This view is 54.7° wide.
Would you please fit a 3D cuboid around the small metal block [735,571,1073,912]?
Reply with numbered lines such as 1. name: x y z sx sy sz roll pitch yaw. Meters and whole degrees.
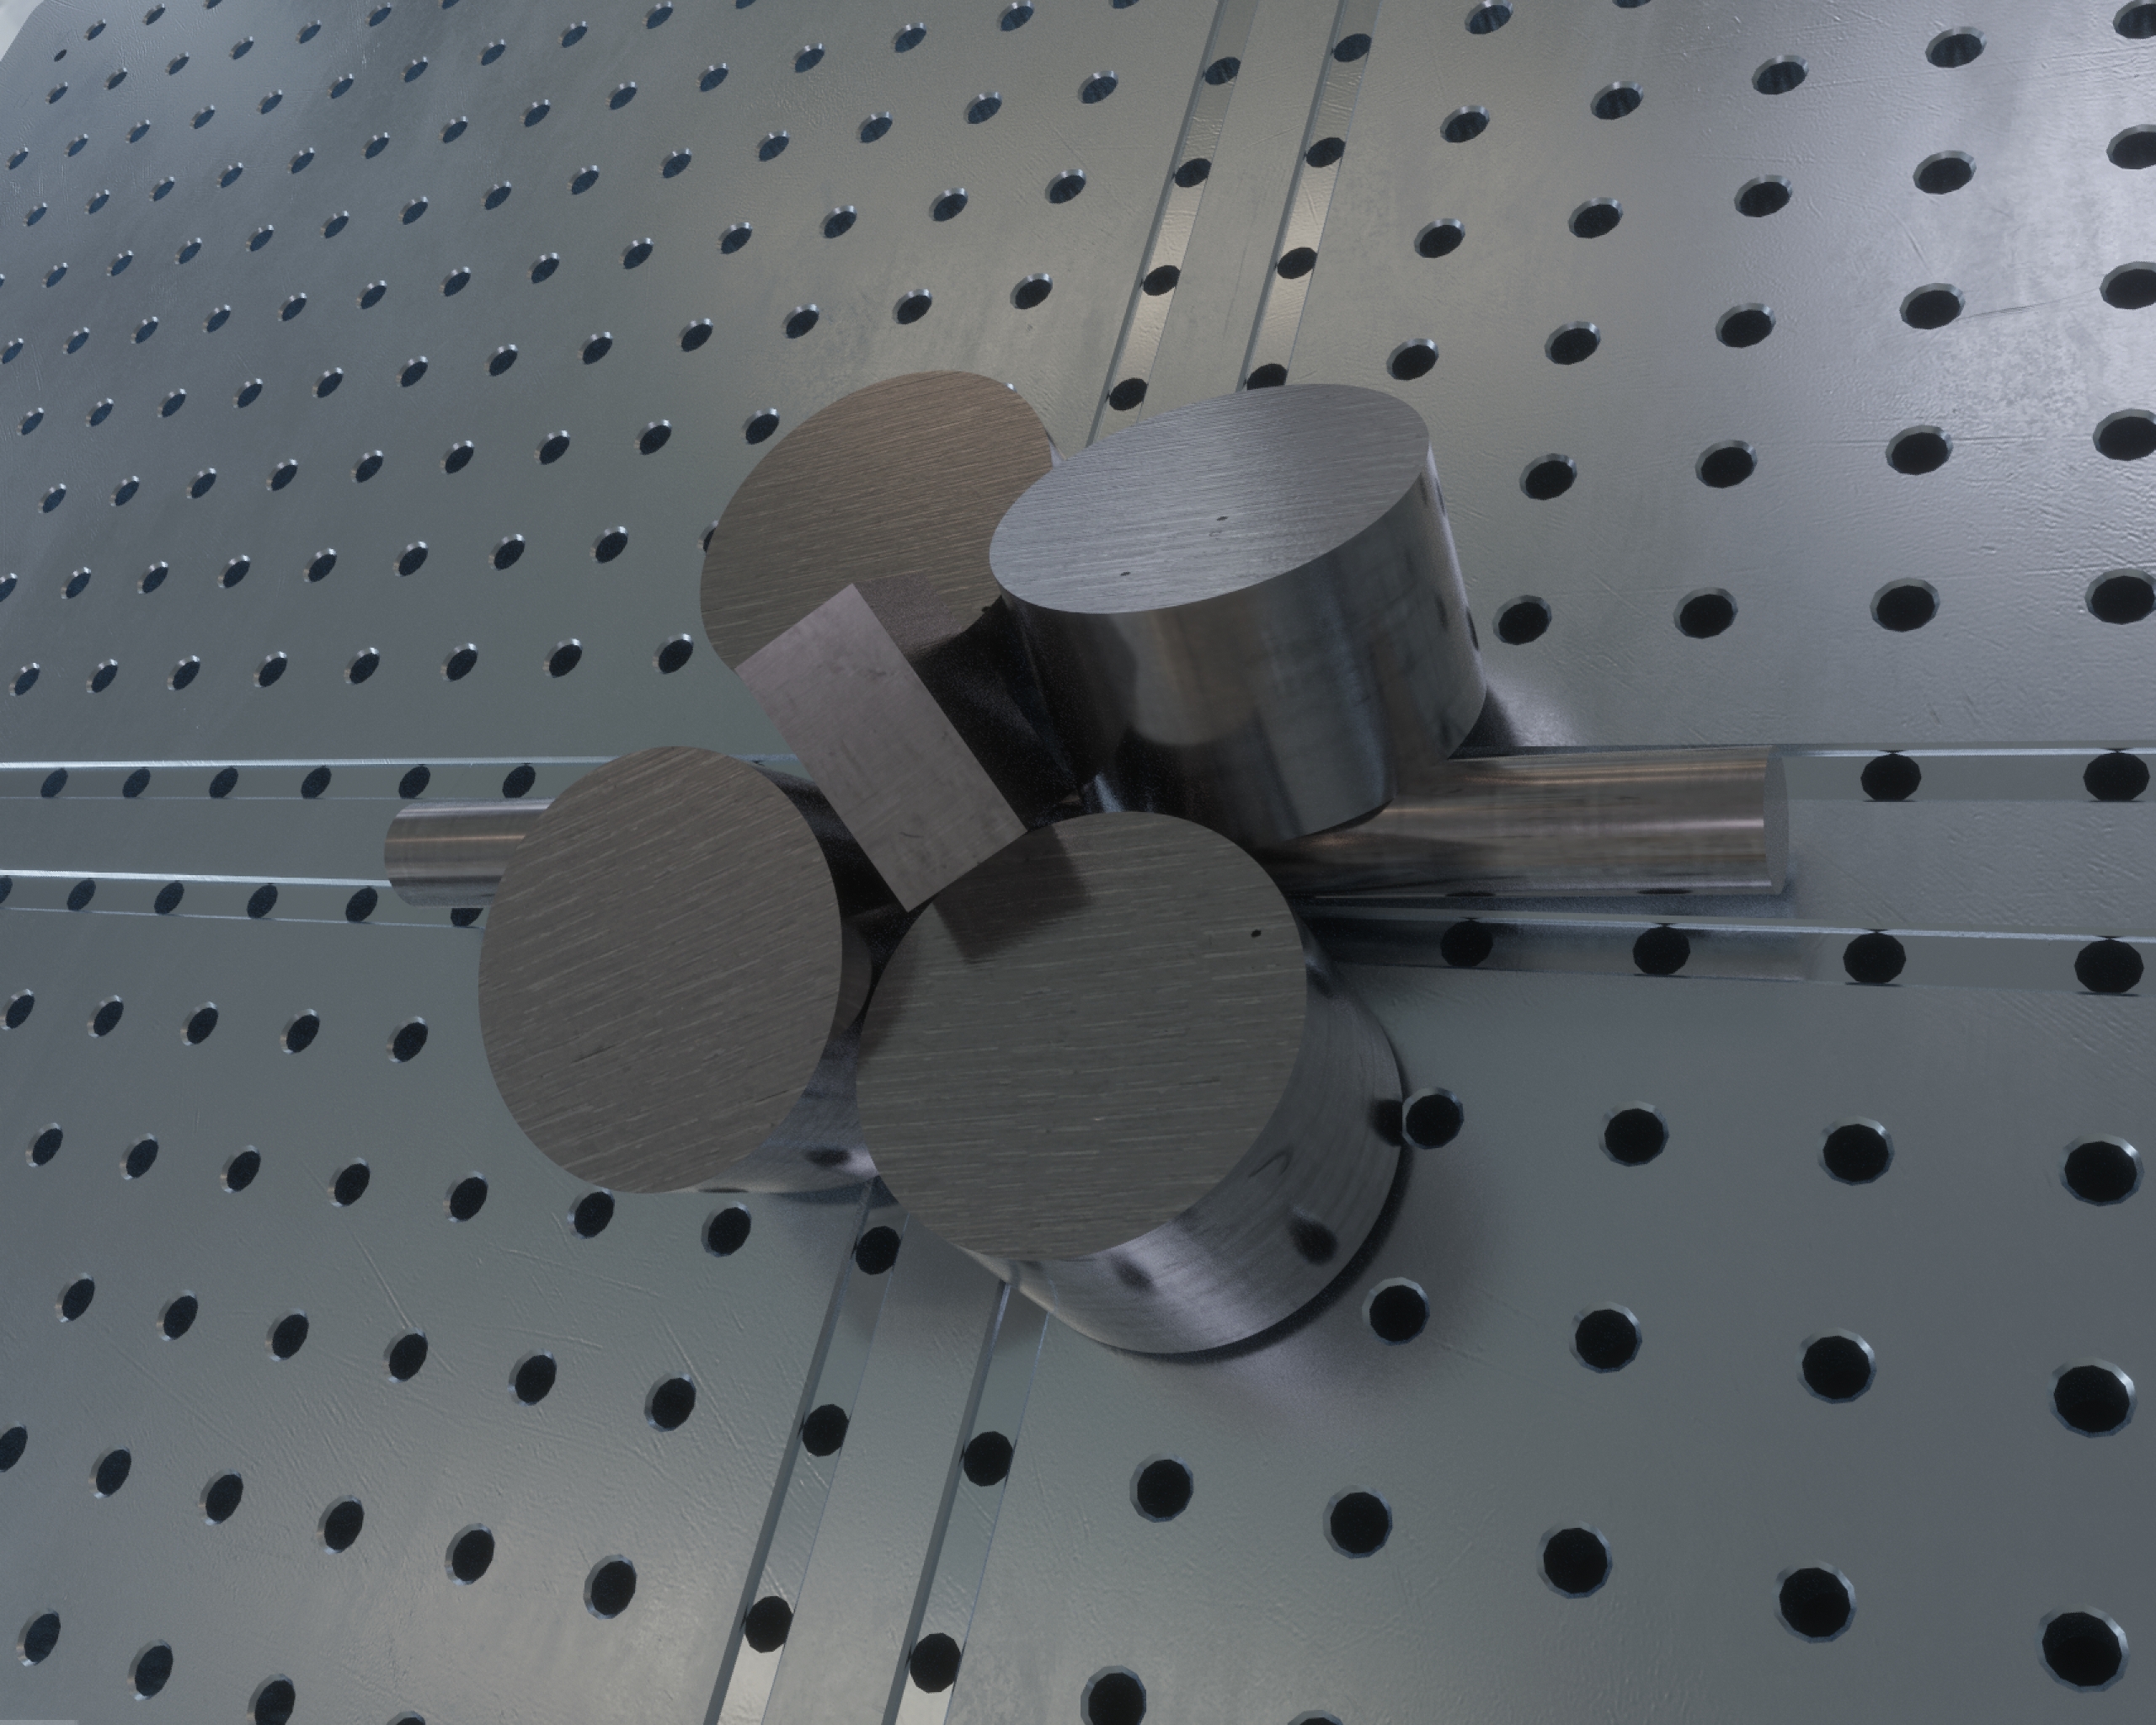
1. small metal block: -0.029 -0.023 0.371 0.025 0.050 0.050 -34 93 13

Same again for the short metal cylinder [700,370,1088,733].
1. short metal cylinder: -0.031 -0.056 0.438 0.080 0.050 0.080 -13 56 21

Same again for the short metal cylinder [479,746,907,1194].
1. short metal cylinder: -0.064 0.022 0.392 0.080 0.050 0.080 -5 80 26

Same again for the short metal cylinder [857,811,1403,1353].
1. short metal cylinder: 0.010 0.038 0.359 0.080 0.050 0.080 -13 56 21

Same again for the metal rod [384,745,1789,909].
1. metal rod: -0.018 -0.004 0.415 0.300 0.025 0.025 -1 61 27

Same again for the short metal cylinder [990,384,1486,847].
1. short metal cylinder: 0.030 -0.046 0.383 0.080 0.050 0.080 -14 34 10
